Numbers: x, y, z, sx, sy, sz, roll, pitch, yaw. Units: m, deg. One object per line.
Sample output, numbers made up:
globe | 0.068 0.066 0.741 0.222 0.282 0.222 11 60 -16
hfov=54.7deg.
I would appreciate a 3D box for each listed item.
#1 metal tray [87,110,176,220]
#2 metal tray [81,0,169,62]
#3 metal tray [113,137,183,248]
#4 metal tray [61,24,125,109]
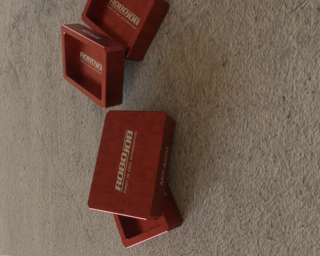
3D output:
metal tray | -0.035 0.044 0.395 0.090 0.030 0.129 3 75 26
metal tray | -0.055 -0.167 0.447 0.130 0.030 0.089 45 117 30
metal tray | -0.032 0.087 0.428 0.090 0.030 0.130 -35 68 34
metal tray | -0.103 -0.095 0.463 0.130 0.030 0.089 35 130 38
